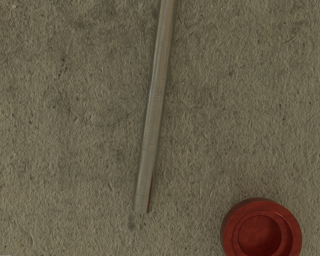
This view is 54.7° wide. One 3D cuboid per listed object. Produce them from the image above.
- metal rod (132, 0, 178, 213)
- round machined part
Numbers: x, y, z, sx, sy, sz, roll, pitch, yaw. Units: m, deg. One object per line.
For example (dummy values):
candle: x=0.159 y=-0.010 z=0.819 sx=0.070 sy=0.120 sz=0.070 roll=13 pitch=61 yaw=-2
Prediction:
metal rod: x=-0.005 y=-0.039 z=0.409 sx=0.025 sy=0.025 sz=0.298 roll=7 pitch=90 yaw=-1
round machined part: x=0.127 y=0.139 z=0.403 sx=0.099 sy=0.042 sz=0.097 roll=0 pitch=90 yaw=-1
